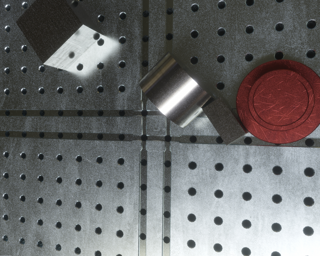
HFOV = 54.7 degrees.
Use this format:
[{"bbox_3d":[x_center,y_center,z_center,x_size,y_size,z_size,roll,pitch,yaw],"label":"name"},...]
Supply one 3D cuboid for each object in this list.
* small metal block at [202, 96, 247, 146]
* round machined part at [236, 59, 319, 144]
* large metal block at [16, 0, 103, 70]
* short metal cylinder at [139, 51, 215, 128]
[{"bbox_3d":[0.080,-0.008,0.371,0.025,0.050,0.050,-35,79,16],"label":"small metal block"},{"bbox_3d":[0.137,-0.030,0.355,0.098,0.042,0.097,0,90,19],"label":"round machined part"},{"bbox_3d":[-0.146,-0.144,0.449,0.080,0.050,0.080,-39,78,15],"label":"large metal block"},{"bbox_3d":[0.021,-0.046,0.375,0.050,0.080,0.080,-44,77,15],"label":"short metal cylinder"}]
